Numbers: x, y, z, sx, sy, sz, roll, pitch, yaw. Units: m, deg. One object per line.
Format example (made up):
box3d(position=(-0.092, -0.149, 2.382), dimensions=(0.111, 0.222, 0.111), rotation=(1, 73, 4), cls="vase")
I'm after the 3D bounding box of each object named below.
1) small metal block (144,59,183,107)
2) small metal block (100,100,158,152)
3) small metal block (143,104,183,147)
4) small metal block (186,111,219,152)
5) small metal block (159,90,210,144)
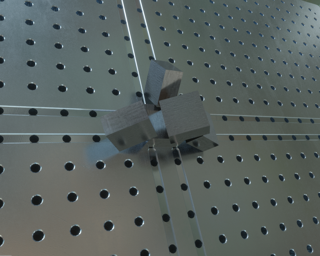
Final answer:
box3d(position=(0.003, -0.060, 0.417), dimensions=(0.025, 0.050, 0.050), rotation=(3, 25, -26), cls="small metal block")
box3d(position=(-0.035, -0.001, 0.361), dimensions=(0.050, 0.050, 0.025), rotation=(-22, 64, 0), cls="small metal block")
box3d(position=(0.001, -0.003, 0.410), dimensions=(0.050, 0.025, 0.050), rotation=(2, 61, -27), cls="small metal block")
box3d(position=(0.053, 0.000, 0.422), dimensions=(0.050, 0.025, 0.050), rotation=(27, 45, -52), cls="small metal block")
box3d(position=(0.030, -0.013, 0.385), dimensions=(0.050, 0.025, 0.050), rotation=(-15, 65, 1), cls="small metal block")
